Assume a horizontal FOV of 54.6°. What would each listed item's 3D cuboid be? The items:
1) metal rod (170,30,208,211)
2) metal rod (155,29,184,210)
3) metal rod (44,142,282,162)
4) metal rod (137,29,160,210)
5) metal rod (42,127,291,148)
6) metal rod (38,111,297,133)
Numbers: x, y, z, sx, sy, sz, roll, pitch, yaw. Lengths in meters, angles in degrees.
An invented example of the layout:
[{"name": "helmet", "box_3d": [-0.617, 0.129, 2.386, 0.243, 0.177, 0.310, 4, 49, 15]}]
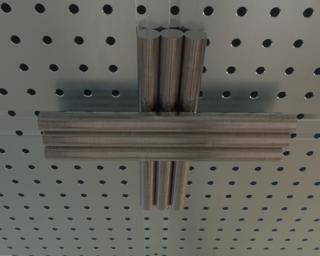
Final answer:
[{"name": "metal rod", "box_3d": [0.033, 0.015, 0.424, 0.025, 0.025, 0.298, 1, 130, -1]}, {"name": "metal rod", "box_3d": [0.008, 0.014, 0.423, 0.025, 0.025, 0.298, 1, 130, -1]}, {"name": "metal rod", "box_3d": [0.005, 0.031, 0.405, 0.302, 0.025, 0.025, 0, 130, -1]}, {"name": "metal rod", "box_3d": [-0.017, 0.014, 0.423, 0.025, 0.025, 0.298, 1, 130, -1]}, {"name": "metal rod", "box_3d": [0.009, 0.012, 0.389, 0.302, 0.025, 0.025, 0, 130, -1]}, {"name": "metal rod", "box_3d": [0.009, -0.007, 0.372, 0.302, 0.025, 0.025, 0, 130, -1]}]
